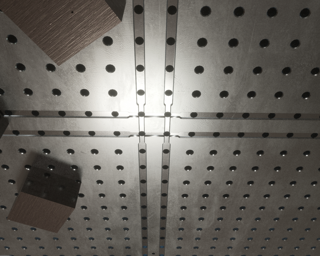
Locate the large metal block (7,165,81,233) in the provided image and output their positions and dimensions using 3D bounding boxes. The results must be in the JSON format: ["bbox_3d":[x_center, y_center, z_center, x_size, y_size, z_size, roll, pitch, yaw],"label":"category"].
[{"bbox_3d":[-0.183,0.115,0.490,0.080,0.050,0.080,25,126,-20],"label":"large metal block"}]

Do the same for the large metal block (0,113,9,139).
[{"bbox_3d":[-0.255,-0.009,0.384,0.080,0.050,0.080,-14,129,11],"label":"large metal block"}]

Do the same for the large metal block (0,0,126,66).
[{"bbox_3d":[-0.091,-0.120,0.292,0.080,0.050,0.080,-28,125,21],"label":"large metal block"}]
